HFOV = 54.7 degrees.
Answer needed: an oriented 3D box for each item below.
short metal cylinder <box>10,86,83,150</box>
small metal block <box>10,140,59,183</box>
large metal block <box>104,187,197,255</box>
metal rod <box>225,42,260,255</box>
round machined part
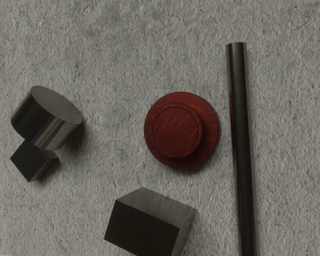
[{"bbox_3d":[-0.157,-0.014,0.433,0.080,0.080,0.050,44,104,14],"label":"short metal cylinder"},{"bbox_3d":[-0.193,0.047,0.475,0.050,0.025,0.050,46,104,14],"label":"small metal block"},{"bbox_3d":[-0.008,0.118,0.382,0.080,0.080,0.050,19,97,18],"label":"large metal block"},{"bbox_3d":[0.101,0.048,0.373,0.025,0.025,0.298,-4,89,19],"label":"metal rod"},{"bbox_3d":[0.025,0.003,0.391,0.098,0.042,0.097,0,90,19],"label":"round machined part"}]
